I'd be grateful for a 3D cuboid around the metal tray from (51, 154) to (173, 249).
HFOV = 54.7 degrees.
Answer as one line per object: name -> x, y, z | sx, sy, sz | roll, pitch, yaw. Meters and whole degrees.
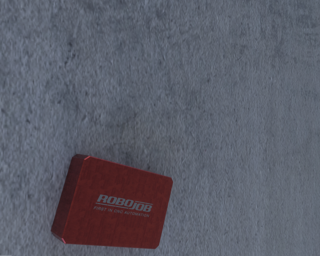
metal tray -> -0.049, 0.089, 0.362 | 0.131, 0.030, 0.090 | 22, 76, -38
